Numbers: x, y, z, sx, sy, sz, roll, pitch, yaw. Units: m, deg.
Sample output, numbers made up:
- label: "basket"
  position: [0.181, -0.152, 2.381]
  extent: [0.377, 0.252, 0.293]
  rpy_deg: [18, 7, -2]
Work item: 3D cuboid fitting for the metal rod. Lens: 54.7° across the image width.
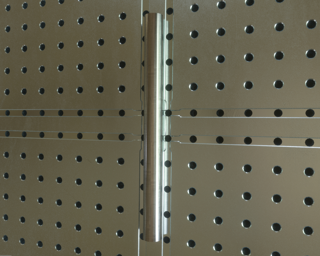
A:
- label: "metal rod"
  position: [-0.009, -0.001, 0.415]
  extent: [0.025, 0.025, 0.298]
  rpy_deg: [0, 90, 19]
